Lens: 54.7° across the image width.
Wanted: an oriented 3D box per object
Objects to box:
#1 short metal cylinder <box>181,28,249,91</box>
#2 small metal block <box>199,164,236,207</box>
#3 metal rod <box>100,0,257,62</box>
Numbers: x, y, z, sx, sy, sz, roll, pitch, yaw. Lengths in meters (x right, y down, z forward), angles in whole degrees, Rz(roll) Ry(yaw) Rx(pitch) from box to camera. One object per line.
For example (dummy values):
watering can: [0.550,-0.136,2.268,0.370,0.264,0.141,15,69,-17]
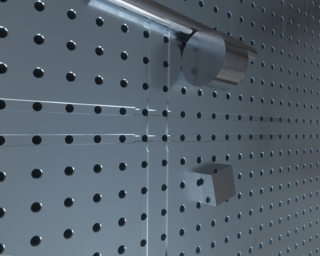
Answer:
short metal cylinder: [0.077,-0.095,0.440,0.050,0.080,0.080,4,87,-40]
small metal block: [0.092,0.089,0.489,0.050,0.025,0.050,-17,101,-39]
metal rod: [0.046,-0.144,0.449,0.302,0.025,0.025,8,85,-40]
